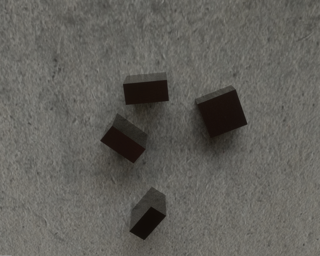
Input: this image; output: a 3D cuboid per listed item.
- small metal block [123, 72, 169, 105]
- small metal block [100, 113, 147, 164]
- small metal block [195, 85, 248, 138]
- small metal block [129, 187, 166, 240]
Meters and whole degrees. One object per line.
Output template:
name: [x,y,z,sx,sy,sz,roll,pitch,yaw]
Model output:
small metal block: [-0.016,-0.049,0.378,0.050,0.050,0.025,-5,110,1]
small metal block: [-0.045,0.012,0.400,0.050,0.050,0.025,36,106,-13]
small metal block: [0.079,-0.021,0.403,0.050,0.025,0.050,-21,109,7]
small metal block: [-0.017,0.120,0.441,0.025,0.050,0.050,35,106,-12]
